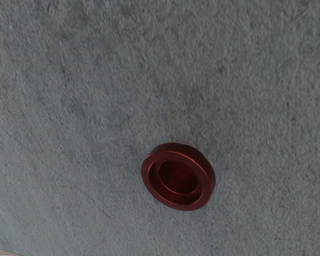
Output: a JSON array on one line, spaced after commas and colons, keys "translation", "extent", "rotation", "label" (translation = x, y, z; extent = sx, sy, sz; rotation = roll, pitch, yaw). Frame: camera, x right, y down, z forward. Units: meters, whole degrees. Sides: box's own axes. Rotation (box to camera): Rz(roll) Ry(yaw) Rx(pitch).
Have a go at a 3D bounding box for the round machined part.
[{"translation": [0.028, 0.061, 0.418], "extent": [0.098, 0.042, 0.097], "rotation": [13, 124, 20], "label": "round machined part"}]
